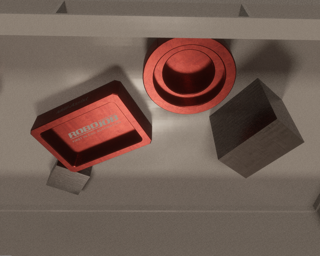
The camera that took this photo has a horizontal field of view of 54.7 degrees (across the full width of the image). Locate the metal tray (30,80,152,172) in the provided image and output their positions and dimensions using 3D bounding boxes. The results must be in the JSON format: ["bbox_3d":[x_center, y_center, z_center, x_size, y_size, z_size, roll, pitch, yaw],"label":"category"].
[{"bbox_3d":[-0.087,0.002,0.406,0.130,0.030,0.090,-22,127,17],"label":"metal tray"}]

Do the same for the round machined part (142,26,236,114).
[{"bbox_3d":[0.031,-0.066,0.342,0.099,0.042,0.097,-1,130,0],"label":"round machined part"}]

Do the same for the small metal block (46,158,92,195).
[{"bbox_3d":[-0.136,0.070,0.467,0.050,0.025,0.050,23,126,-19],"label":"small metal block"}]

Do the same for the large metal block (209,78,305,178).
[{"bbox_3d":[0.111,0.000,0.375,0.050,0.080,0.080,34,122,-26],"label":"large metal block"}]
